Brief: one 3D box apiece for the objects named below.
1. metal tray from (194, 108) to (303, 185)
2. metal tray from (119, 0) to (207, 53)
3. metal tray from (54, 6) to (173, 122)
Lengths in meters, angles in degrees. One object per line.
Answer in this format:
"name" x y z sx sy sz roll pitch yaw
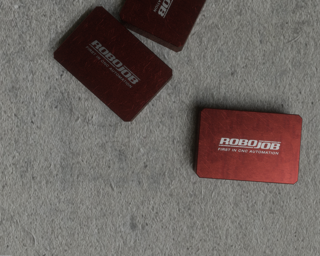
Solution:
"metal tray" 0.114 0.023 0.408 0.131 0.030 0.089 4 90 0
"metal tray" 0.015 -0.178 0.407 0.090 0.030 0.130 26 90 0
"metal tray" -0.059 -0.081 0.407 0.130 0.030 0.090 42 90 0
